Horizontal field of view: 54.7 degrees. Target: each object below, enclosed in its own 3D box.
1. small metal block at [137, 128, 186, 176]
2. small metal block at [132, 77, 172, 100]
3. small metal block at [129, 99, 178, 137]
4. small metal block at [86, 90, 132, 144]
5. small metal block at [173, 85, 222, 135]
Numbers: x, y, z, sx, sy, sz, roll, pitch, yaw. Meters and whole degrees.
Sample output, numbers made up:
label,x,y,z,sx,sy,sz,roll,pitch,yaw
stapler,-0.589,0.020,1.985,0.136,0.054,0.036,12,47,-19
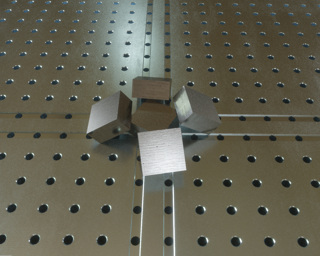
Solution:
label,x,y,z,sx,sy,sz,roll,pitch,yaw
small metal block,0.001,0.028,0.368,0.050,0.025,0.050,-7,86,-6
small metal block,-0.010,-0.057,0.439,0.050,0.025,0.050,5,14,4
small metal block,-0.008,-0.008,0.413,0.050,0.025,0.050,25,54,19
small metal block,-0.065,-0.014,0.404,0.050,0.025,0.050,-24,45,25
small metal block,0.049,-0.023,0.412,0.050,0.025,0.050,18,41,-32
